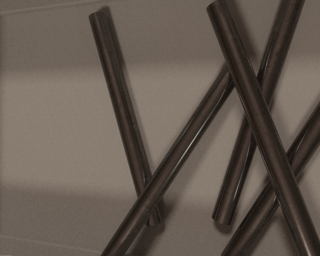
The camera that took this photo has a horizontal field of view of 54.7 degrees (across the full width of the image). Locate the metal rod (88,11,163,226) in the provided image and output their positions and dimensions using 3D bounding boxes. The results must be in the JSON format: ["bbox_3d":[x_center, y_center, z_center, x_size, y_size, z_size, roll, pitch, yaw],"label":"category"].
[{"bbox_3d":[-0.048,-0.016,0.426,0.025,0.025,0.298,-18,84,19],"label":"metal rod"}]

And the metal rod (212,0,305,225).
[{"bbox_3d":[0.118,-0.028,0.368,0.025,0.025,0.298,18,96,18],"label":"metal rod"}]

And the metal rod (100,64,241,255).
[{"bbox_3d":[0.016,0.044,0.385,0.025,0.025,0.299,34,93,16],"label":"metal rod"}]

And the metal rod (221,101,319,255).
[{"bbox_3d":[0.157,0.034,0.355,0.025,0.025,0.299,32,100,17],"label":"metal rod"}]

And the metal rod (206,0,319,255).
[{"bbox_3d":[0.114,-0.002,0.342,0.025,0.025,0.299,-21,83,18],"label":"metal rod"}]
